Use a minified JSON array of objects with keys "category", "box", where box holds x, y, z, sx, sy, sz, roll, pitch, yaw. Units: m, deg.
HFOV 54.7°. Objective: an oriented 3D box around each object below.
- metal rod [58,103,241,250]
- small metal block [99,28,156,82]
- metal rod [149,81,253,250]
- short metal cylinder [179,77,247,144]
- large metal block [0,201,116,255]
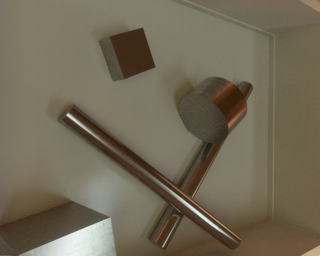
[{"category":"metal rod","box":[0.004,0.074,0.387,0.300,0.025,0.025,41,65,-24]},{"category":"small metal block","box":[-0.039,-0.089,0.375,0.050,0.025,0.050,-29,109,-36]},{"category":"metal rod","box":[0.072,0.041,0.469,0.025,0.025,0.301,49,61,-29]},{"category":"short metal cylinder","box":[0.074,-0.025,0.435,0.050,0.080,0.080,-42,116,-32]},{"category":"large metal block","box":[-0.098,0.113,0.290,0.081,0.080,0.050,-13,99,-40]}]
